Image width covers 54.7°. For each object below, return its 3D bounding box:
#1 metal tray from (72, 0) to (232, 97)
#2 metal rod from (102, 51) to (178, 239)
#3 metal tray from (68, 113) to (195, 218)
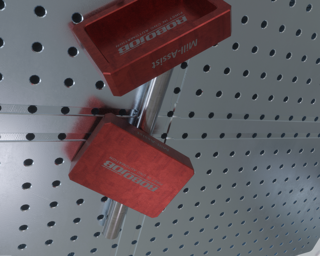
[{"bbox_3d":[-0.008,-0.095,0.302,0.131,0.090,0.030,-30,143,-9],"label":"metal tray"},{"bbox_3d":[-0.031,0.028,0.411,0.025,0.025,0.298,5,116,-31],"label":"metal rod"},{"bbox_3d":[-0.034,0.051,0.390,0.131,0.030,0.090,31,108,-20],"label":"metal tray"}]
